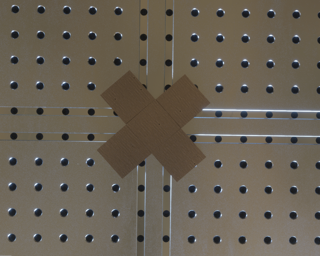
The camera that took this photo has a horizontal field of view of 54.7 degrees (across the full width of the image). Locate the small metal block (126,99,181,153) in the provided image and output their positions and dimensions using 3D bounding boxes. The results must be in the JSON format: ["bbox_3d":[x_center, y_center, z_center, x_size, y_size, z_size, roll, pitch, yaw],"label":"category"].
[{"bbox_3d":[-0.009,-0.002,0.412,0.050,0.025,0.050,-41,91,0],"label":"small metal block"}]

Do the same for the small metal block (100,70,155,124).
[{"bbox_3d":[-0.042,-0.040,0.413,0.050,0.025,0.050,-41,91,0],"label":"small metal block"}]

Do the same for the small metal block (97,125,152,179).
[{"bbox_3d":[-0.046,0.031,0.413,0.050,0.025,0.050,-41,91,0],"label":"small metal block"}]

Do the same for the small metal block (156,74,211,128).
[{"bbox_3d":[0.030,-0.035,0.413,0.050,0.025,0.050,-41,91,0],"label":"small metal block"}]

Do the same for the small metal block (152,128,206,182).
[{"bbox_3d":[0.025,0.035,0.414,0.050,0.025,0.050,-41,91,0],"label":"small metal block"}]
